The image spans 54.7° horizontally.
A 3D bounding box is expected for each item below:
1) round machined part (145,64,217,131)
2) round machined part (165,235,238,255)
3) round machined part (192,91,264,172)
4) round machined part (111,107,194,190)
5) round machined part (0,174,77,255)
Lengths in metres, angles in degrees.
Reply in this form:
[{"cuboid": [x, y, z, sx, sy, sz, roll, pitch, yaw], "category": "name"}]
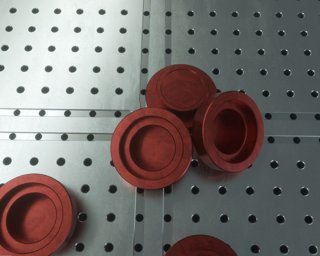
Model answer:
[{"cuboid": [0.029, -0.045, 0.420, 0.099, 0.042, 0.098, 0, 70, -1], "category": "round machined part"}, {"cuboid": [0.047, 0.169, 0.341, 0.099, 0.042, 0.098, 0, 70, -1], "category": "round machined part"}, {"cuboid": [0.079, 0.004, 0.386, 0.099, 0.042, 0.097, 0, 90, -30], "category": "round machined part"}, {"cuboid": [-0.008, 0.025, 0.384, 0.098, 0.042, 0.097, -1, 86, 9], "category": "round machined part"}, {"cuboid": [-0.146, 0.105, 0.362, 0.099, 0.042, 0.098, 0, 70, -1], "category": "round machined part"}]
